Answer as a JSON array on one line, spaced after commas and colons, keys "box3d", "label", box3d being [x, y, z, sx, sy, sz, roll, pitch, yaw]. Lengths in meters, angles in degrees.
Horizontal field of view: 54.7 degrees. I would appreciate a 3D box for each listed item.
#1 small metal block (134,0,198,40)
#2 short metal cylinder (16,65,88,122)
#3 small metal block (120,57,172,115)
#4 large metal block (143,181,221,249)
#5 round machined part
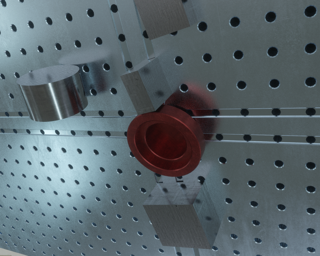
[{"box3d": [0.006, -0.127, 0.328, 0.050, 0.025, 0.050, -10, 114, 32], "label": "small metal block"}, {"box3d": [-0.143, -0.049, 0.419, 0.080, 0.080, 0.050, 6, 121, 25], "label": "short metal cylinder"}, {"box3d": [-0.015, -0.051, 0.370, 0.025, 0.050, 0.050, -11, 113, 33], "label": "small metal block"}, {"box3d": [0.034, 0.127, 0.455, 0.080, 0.050, 0.080, -9, 114, 32], "label": "large metal block"}, {"box3d": [0.011, 0.012, 0.398, 0.098, 0.042, 0.097, 13, 127, 18], "label": "round machined part"}]
